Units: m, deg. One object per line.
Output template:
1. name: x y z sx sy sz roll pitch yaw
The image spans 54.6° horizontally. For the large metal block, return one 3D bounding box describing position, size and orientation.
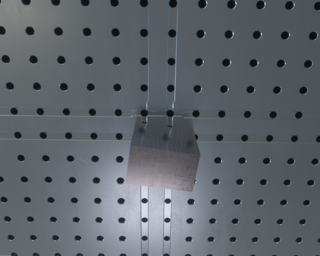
1. large metal block: 0.003 0.034 0.397 0.080 0.080 0.050 8 110 -3
